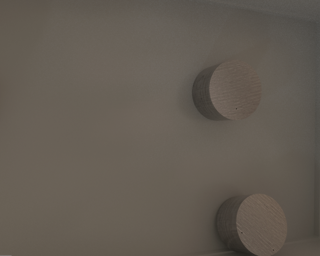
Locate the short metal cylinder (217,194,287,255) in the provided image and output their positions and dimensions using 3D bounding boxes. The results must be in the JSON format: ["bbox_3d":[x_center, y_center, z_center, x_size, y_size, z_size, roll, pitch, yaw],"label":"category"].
[{"bbox_3d":[0.128,0.135,0.434,0.081,0.050,0.080,6,72,-19],"label":"short metal cylinder"}]

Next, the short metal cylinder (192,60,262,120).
[{"bbox_3d":[0.092,-0.050,0.431,0.081,0.050,0.080,0,90,-20],"label":"short metal cylinder"}]
